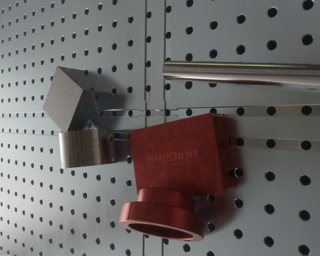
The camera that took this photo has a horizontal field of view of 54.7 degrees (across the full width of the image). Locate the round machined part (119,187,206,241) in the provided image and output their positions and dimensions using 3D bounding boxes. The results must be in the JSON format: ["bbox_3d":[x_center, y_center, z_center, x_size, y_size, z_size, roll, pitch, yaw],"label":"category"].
[{"bbox_3d":[0.005,0.101,0.364,0.098,0.098,0.042,-13,54,39],"label":"round machined part"}]

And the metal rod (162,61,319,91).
[{"bbox_3d":[0.126,-0.051,0.304,0.300,0.025,0.025,11,97,39],"label":"metal rod"}]

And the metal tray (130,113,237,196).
[{"bbox_3d":[0.023,0.037,0.385,0.130,0.030,0.089,-13,82,39],"label":"metal tray"}]

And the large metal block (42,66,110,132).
[{"bbox_3d":[-0.139,-0.044,0.505,0.080,0.050,0.079,40,114,32],"label":"large metal block"}]

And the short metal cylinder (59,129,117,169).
[{"bbox_3d":[-0.106,0.031,0.458,0.080,0.081,0.050,-10,84,39],"label":"short metal cylinder"}]
